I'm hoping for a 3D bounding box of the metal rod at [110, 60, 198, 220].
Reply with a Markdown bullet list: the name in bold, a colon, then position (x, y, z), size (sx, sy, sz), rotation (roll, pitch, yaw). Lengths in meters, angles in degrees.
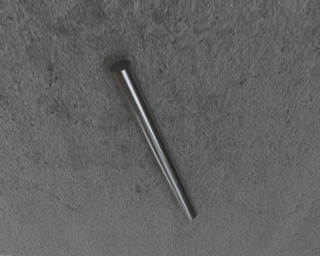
- **metal rod**: position (0.004, 0.038, 0.439), size (0.025, 0.025, 0.299), rotation (-15, 129, 12)
